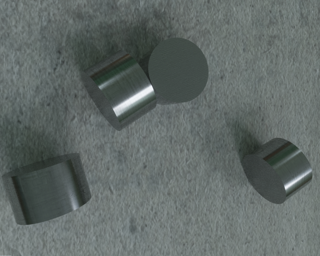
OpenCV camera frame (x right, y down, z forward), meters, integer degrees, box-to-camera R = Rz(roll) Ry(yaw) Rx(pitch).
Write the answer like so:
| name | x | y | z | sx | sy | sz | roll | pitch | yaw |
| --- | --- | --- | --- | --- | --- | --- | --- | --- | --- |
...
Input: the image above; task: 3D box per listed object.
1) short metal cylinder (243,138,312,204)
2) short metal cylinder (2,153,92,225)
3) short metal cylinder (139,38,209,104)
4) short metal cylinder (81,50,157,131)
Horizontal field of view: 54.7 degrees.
| name | x | y | z | sx | sy | sz | roll | pitch | yaw |
| --- | --- | --- | --- | --- | --- | --- | --- | --- | --- |
| short metal cylinder | 0.166 | 0.061 | 0.443 | 0.050 | 0.080 | 0.080 | -29 | 100 | -18 |
| short metal cylinder | -0.121 | 0.063 | 0.336 | 0.081 | 0.080 | 0.050 | -16 | 96 | -20 |
| short metal cylinder | 0.015 | -0.071 | 0.402 | 0.081 | 0.050 | 0.079 | 0 | 90 | -21 |
| short metal cylinder | -0.048 | -0.043 | 0.363 | 0.050 | 0.080 | 0.080 | -35 | 102 | -17 |
